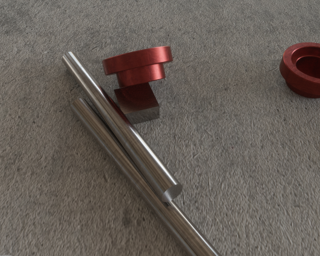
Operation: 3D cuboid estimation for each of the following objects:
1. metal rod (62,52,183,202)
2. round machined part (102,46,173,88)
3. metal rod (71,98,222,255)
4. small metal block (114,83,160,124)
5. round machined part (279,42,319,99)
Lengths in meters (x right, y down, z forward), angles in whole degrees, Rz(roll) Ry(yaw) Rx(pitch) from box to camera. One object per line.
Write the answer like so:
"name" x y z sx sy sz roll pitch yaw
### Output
"metal rod" -0.066 -0.023 0.402 0.025 0.025 0.300 -25 49 -20
"round machined part" -0.029 -0.085 0.442 0.099 0.042 0.098 -12 10 2
"metal rod" -0.020 0.060 0.352 0.025 0.025 0.300 -31 57 -23
"small metal block" -0.033 -0.034 0.431 0.050 0.025 0.050 -15 52 -12
"round machined part" 0.229 -0.082 0.463 0.099 0.042 0.098 0 50 0
